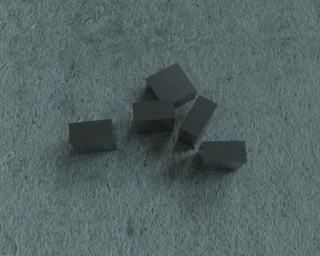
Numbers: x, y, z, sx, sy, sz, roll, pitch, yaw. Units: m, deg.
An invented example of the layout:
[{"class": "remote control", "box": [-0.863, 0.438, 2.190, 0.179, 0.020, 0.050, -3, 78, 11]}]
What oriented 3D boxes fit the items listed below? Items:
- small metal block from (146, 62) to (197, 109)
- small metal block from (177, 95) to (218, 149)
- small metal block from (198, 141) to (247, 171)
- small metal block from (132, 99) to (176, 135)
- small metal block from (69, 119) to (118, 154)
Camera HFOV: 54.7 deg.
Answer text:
[{"class": "small metal block", "box": [0.015, -0.055, 0.428, 0.050, 0.025, 0.050, -28, 73, -10]}, {"class": "small metal block", "box": [0.047, -0.007, 0.397, 0.025, 0.050, 0.050, 30, 73, 10]}, {"class": "small metal block", "box": [0.075, 0.035, 0.382, 0.050, 0.050, 0.025, -1, 70, 0]}, {"class": "small metal block", "box": [-0.008, -0.013, 0.399, 0.050, 0.050, 0.025, -5, 70, -2]}, {"class": "small metal block", "box": [-0.082, 0.012, 0.390, 0.050, 0.050, 0.025, -6, 70, -2]}]
